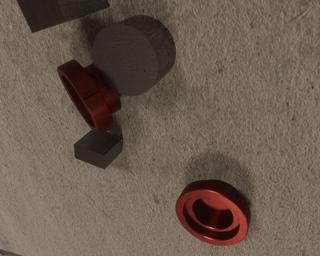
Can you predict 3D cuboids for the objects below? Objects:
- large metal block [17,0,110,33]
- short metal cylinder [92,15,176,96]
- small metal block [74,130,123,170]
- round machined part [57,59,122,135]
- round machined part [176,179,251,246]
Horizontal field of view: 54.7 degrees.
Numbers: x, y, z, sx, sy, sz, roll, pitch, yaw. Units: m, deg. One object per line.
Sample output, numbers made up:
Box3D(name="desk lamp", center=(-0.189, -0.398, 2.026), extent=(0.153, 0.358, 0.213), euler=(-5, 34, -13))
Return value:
Box3D(name="large metal block", center=(-0.109, -0.156, 0.331), extent=(0.050, 0.080, 0.080), euler=(-6, 116, 30))
Box3D(name="short metal cylinder", center=(-0.029, -0.083, 0.353), extent=(0.080, 0.050, 0.079), euler=(13, 124, 20))
Box3D(name="small metal block", center=(-0.089, 0.029, 0.453), extent=(0.050, 0.050, 0.025), euler=(18, 125, 17))
Box3D(name="round machined part", center=(-0.085, -0.043, 0.392), extent=(0.098, 0.042, 0.098), euler=(49, 161, 24))
Box3D(name="round machined part", center=(0.075, 0.110, 0.423), extent=(0.098, 0.042, 0.097), euler=(13, 124, 20))
